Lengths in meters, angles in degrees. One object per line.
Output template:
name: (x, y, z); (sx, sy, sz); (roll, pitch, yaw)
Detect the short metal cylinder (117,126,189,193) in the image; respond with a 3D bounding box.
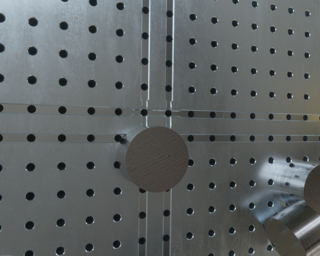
short metal cylinder: (-0.010, 0.038, 0.395); (0.081, 0.050, 0.079); (0, 90, -20)

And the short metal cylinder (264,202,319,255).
short metal cylinder: (0.203, 0.157, 0.458); (0.050, 0.080, 0.080); (-25, 99, -18)

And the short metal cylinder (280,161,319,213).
short metal cylinder: (0.238, 0.093, 0.487); (0.081, 0.050, 0.079); (0, 90, -20)
